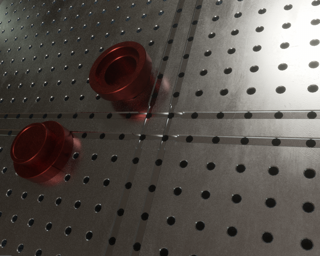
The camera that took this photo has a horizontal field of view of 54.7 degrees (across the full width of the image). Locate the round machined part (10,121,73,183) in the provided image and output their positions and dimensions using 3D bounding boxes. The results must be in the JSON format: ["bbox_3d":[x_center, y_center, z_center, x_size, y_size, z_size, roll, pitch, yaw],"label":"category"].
[{"bbox_3d":[-0.187,0.031,0.474,0.098,0.042,0.098,-13,56,20],"label":"round machined part"}]

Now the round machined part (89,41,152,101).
[{"bbox_3d":[-0.056,-0.082,0.475,0.098,0.042,0.098,-13,56,20],"label":"round machined part"}]
